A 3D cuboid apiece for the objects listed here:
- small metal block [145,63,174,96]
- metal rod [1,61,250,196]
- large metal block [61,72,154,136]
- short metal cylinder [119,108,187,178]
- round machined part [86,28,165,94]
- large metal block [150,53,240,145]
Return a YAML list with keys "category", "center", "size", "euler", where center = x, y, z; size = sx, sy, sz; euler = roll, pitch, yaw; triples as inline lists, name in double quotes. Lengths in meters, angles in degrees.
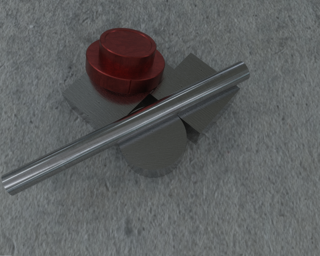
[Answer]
- category: "small metal block"
  center: [-0.010, -0.070, 0.434]
  size: [0.050, 0.025, 0.050]
  euler: [41, 75, 13]
- category: "metal rod"
  center: [-0.030, -0.005, 0.357]
  size: [0.302, 0.025, 0.025]
  euler: [-27, 73, -10]
- category: "large metal block"
  center: [-0.065, -0.037, 0.408]
  size: [0.080, 0.050, 0.080]
  euler: [40, 75, 13]
- category: "short metal cylinder"
  center: [-0.009, 0.018, 0.389]
  size: [0.081, 0.050, 0.080]
  euler: [0, 70, 0]
- category: "round machined part"
  center: [-0.041, -0.089, 0.385]
  size: [0.099, 0.042, 0.098]
  euler: [8, 43, -8]
- category: "large metal block"
  center: [0.044, -0.038, 0.411]
  size: [0.080, 0.050, 0.080]
  euler: [40, 74, 13]
